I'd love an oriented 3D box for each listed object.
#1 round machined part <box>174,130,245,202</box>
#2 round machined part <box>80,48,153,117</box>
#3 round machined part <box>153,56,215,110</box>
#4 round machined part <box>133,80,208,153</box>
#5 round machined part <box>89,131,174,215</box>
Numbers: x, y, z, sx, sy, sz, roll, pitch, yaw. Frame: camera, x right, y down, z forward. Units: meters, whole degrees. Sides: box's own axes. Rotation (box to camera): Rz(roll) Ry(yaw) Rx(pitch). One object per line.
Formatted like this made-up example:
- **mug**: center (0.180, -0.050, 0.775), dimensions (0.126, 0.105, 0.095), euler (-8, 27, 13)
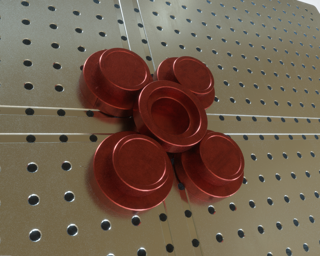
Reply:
- **round machined part**: center (0.072, 0.044, 0.410), dimensions (0.099, 0.042, 0.098), euler (14, 56, -21)
- **round machined part**: center (-0.052, -0.067, 0.410), dimensions (0.099, 0.042, 0.098), euler (14, 56, -21)
- **round machined part**: center (0.041, -0.068, 0.462), dimensions (0.099, 0.042, 0.098), euler (14, 56, -21)
- **round machined part**: center (0.010, -0.011, 0.409), dimensions (0.099, 0.042, 0.098), euler (14, 56, -21)
- **round machined part**: center (-0.028, 0.046, 0.356), dimensions (0.099, 0.042, 0.098), euler (14, 56, -21)
